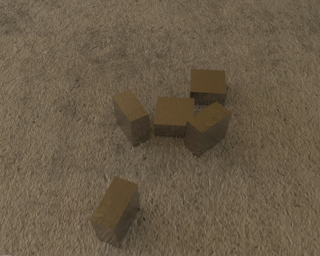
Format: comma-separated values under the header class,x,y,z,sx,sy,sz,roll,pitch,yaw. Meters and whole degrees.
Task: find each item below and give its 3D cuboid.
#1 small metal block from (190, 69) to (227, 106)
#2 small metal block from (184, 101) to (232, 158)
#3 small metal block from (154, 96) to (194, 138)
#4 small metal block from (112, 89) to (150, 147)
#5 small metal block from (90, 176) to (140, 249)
class,x,y,z,sx,sy,sz,roll,pitch,yaw
small metal block,0.069,-0.060,0.454,0.050,0.025,0.050,4,50,3
small metal block,0.059,0.002,0.385,0.050,0.050,0.025,-33,57,-24
small metal block,0.020,-0.015,0.415,0.050,0.025,0.050,3,50,3
small metal block,-0.036,-0.012,0.397,0.025,0.050,0.050,-25,54,-19
small metal block,-0.043,0.086,0.314,0.025,0.050,0.050,17,52,14
